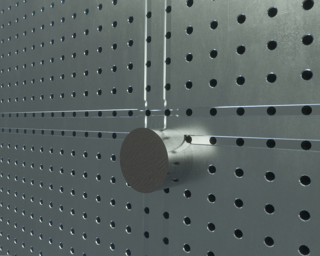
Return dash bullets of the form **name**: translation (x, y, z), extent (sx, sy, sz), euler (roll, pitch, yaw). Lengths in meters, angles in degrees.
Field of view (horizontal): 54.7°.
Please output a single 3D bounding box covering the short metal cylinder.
- **short metal cylinder**: translation (-0.005, 0.039, 0.396), extent (0.080, 0.050, 0.079), euler (0, 90, 39)
